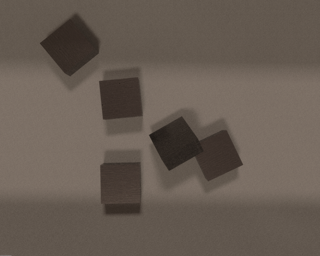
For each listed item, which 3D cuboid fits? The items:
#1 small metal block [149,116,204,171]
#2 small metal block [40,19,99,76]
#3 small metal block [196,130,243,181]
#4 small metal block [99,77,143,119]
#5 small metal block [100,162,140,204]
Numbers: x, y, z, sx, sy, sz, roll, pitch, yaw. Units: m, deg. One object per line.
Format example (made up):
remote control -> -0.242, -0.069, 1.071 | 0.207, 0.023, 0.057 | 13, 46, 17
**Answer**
small metal block -> 0.020, 0.019, 0.397 | 0.050, 0.050, 0.025 | -30, 131, -1
small metal block -> -0.119, -0.105, 0.410 | 0.050, 0.025, 0.050 | -39, 91, 0
small metal block -> 0.074, 0.036, 0.412 | 0.050, 0.025, 0.050 | -25, 90, -1
small metal block -> -0.051, -0.038, 0.411 | 0.050, 0.025, 0.050 | -6, 90, -1
small metal block -> -0.051, 0.072, 0.411 | 0.050, 0.025, 0.050 | -1, 90, -1
